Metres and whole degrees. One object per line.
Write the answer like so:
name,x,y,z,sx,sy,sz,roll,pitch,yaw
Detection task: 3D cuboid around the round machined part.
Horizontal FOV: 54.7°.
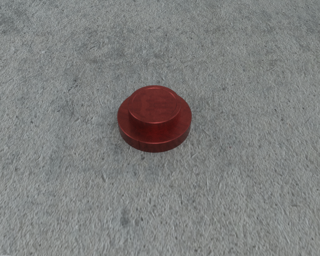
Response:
round machined part,-0.007,-0.019,0.409,0.099,0.042,0.098,0,50,0
